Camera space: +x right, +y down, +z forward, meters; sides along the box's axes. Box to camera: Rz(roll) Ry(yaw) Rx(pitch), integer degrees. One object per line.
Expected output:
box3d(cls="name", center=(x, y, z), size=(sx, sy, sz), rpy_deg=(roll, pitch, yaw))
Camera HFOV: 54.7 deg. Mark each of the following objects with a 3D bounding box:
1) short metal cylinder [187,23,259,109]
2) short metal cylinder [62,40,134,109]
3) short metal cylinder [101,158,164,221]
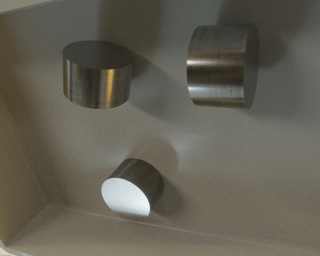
box3d(cls="short metal cylinder", center=(0.064, -0.060, 0.302), size=(0.050, 0.080, 0.079), rpy_deg=(6, 121, 25))
box3d(cls="short metal cylinder", center=(-0.074, -0.065, 0.370), size=(0.080, 0.080, 0.050), rpy_deg=(22, 127, 14))
box3d(cls="short metal cylinder", center=(-0.040, 0.093, 0.470), size=(0.080, 0.050, 0.079), rpy_deg=(13, 124, 20))
